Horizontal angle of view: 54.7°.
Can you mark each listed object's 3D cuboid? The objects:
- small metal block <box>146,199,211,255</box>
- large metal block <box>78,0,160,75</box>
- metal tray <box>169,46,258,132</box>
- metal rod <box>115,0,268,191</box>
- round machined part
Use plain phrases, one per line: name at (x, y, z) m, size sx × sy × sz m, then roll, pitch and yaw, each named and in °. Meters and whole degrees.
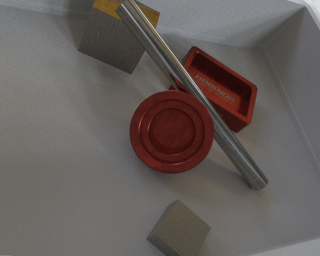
small metal block at (0.022, 0.118, 0.347) m, size 0.050 × 0.025 × 0.050 m, roll 41°, pitch 51°, yaw 0°
large metal block at (-0.057, -0.130, 0.421) m, size 0.080 × 0.080 × 0.050 m, roll 22°, pitch 53°, yaw -15°
metal tray at (0.088, -0.062, 0.489) m, size 0.130 × 0.030 × 0.090 m, roll 31°, pitch 52°, yaw -9°
metal rod at (0.050, -0.032, 0.399) m, size 0.300 × 0.025 × 0.025 m, roll 50°, pitch 49°, yaw -15°
round machined part at (0.014, 0.004, 0.380) m, size 0.099 × 0.042 × 0.097 m, roll 0°, pitch 92°, yaw 2°
